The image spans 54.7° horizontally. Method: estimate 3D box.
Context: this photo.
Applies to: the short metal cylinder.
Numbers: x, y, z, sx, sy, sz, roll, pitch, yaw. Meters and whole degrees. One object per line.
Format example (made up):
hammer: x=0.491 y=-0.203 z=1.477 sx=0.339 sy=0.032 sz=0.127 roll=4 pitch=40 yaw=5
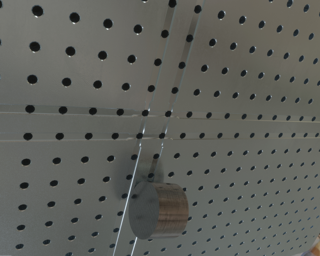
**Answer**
short metal cylinder: x=-0.004 y=0.119 z=0.449 sx=0.050 sy=0.080 sz=0.079 roll=12 pitch=112 yaw=-34
